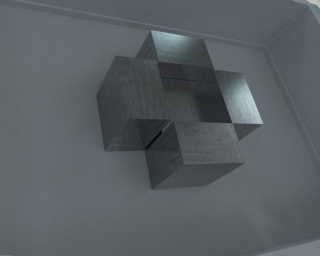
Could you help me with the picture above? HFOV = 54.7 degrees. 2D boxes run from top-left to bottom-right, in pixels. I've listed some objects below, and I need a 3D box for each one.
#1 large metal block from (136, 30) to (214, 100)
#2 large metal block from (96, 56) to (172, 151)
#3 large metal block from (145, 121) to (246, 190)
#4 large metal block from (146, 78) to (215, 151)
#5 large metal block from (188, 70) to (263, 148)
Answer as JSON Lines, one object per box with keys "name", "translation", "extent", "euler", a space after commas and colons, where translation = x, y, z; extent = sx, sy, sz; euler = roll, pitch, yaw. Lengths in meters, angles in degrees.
{"name": "large metal block", "translation": [0.013, -0.081, 0.424], "extent": [0.081, 0.080, 0.050], "euler": [1, 62, -28]}
{"name": "large metal block", "translation": [-0.035, -0.026, 0.366], "extent": [0.050, 0.080, 0.080], "euler": [1, 62, -28]}
{"name": "large metal block", "translation": [0.038, 0.034, 0.368], "extent": [0.081, 0.080, 0.050], "euler": [2, 61, -27]}
{"name": "large metal block", "translation": [0.020, -0.017, 0.407], "extent": [0.081, 0.050, 0.080], "euler": [1, 62, -28]}
{"name": "large metal block", "translation": [0.083, -0.022, 0.427], "extent": [0.050, 0.080, 0.080], "euler": [1, 62, -28]}
